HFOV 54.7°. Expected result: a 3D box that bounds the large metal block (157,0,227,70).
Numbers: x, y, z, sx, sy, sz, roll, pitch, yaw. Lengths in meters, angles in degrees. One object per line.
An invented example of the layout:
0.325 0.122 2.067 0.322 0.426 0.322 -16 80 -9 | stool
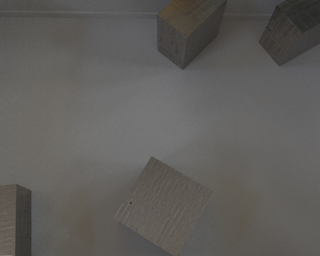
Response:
0.042 -0.142 0.432 0.050 0.080 0.080 41 75 13 | large metal block

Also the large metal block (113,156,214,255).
0.004 0.092 0.363 0.080 0.050 0.080 29 73 10 | large metal block

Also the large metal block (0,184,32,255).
-0.196 0.112 0.352 0.081 0.050 0.080 -7 70 -6 | large metal block

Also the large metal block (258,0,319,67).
0.197 -0.143 0.434 0.080 0.080 0.050 -30 73 -10 | large metal block
